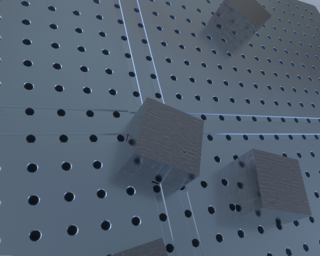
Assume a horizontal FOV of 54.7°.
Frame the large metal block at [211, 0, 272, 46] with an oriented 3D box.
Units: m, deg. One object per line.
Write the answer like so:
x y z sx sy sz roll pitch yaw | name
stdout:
0.163 -0.222 0.618 0.080 0.050 0.080 46 51 3 | large metal block

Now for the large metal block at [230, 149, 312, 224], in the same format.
0.149 0.082 0.425 0.081 0.050 0.080 14 56 -21 | large metal block

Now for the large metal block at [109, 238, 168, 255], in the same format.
-0.030 0.156 0.282 0.081 0.050 0.080 -7 65 -32 | large metal block

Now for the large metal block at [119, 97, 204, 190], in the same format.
0.004 0.020 0.384 0.080 0.050 0.080 22 54 -16 | large metal block
